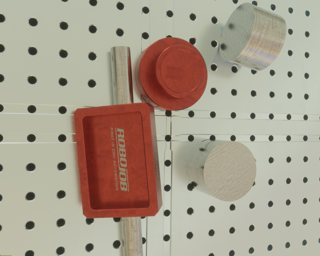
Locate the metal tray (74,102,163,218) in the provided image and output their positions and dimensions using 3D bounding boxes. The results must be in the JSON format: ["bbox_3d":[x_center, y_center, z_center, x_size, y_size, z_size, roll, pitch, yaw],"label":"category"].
[{"bbox_3d":[-0.049,0.038,0.369,0.090,0.030,0.129,-5,91,10],"label":"metal tray"}]

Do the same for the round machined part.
[{"bbox_3d":[0.020,-0.072,0.411,0.099,0.042,0.097,0,90,-20],"label":"round machined part"}]

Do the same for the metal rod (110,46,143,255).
[{"bbox_3d":[-0.041,0.048,0.397,0.025,0.025,0.298,-4,91,-20],"label":"metal rod"}]

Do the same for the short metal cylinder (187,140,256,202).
[{"bbox_3d":[0.085,0.057,0.430,0.081,0.050,0.080,0,90,-20],"label":"short metal cylinder"}]

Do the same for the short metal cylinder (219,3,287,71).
[{"bbox_3d":[0.126,-0.125,0.429,0.050,0.080,0.080,13,86,-20],"label":"short metal cylinder"}]
